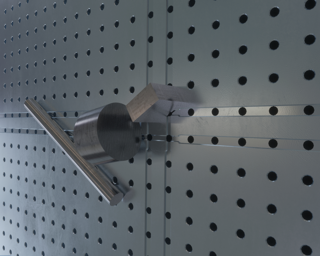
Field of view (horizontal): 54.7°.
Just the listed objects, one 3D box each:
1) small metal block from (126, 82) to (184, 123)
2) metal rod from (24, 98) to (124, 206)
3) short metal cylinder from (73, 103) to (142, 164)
[{"bbox_3d":[-0.007,-0.031,0.399,0.050,0.050,0.025,-39,67,33],"label":"small metal block"},{"bbox_3d":[-0.163,0.029,0.544,0.300,0.025,0.025,38,113,33],"label":"metal rod"},{"bbox_3d":[-0.072,0.009,0.433,0.050,0.081,0.080,-13,82,39],"label":"short metal cylinder"}]
